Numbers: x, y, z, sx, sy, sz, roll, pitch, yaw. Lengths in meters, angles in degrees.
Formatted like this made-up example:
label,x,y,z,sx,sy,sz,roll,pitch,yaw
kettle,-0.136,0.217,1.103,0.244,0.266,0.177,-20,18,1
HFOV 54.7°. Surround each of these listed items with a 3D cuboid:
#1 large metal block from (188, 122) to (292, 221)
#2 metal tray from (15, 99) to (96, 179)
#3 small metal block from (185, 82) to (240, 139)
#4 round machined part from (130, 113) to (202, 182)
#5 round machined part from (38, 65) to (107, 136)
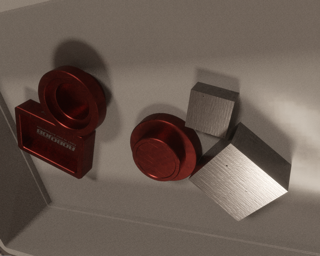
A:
label,x,y,z,sx,sy,sz,roll,pitch,yaw
large metal block,0.096,0.054,0.375,0.080,0.050,0.080,40,129,0
metal tray,-0.171,0.018,0.504,0.130,0.030,0.089,24,127,13
small metal block,0.060,-0.021,0.363,0.050,0.025,0.050,18,126,17
round machined part,0.003,0.032,0.415,0.098,0.042,0.097,13,124,20
round machined part,-0.116,-0.041,0.432,0.098,0.042,0.097,13,124,20
